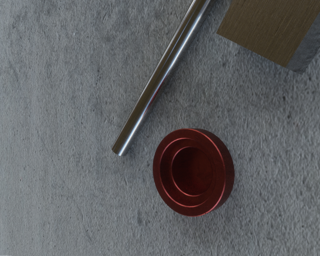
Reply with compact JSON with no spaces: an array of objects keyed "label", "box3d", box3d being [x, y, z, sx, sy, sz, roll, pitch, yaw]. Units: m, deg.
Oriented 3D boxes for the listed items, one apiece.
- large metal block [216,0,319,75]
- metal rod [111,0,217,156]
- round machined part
[{"label":"large metal block","box3d":[0.115,-0.107,0.294,0.080,0.050,0.079,40,114,32]},{"label":"metal rod","box3d":[0.012,-0.083,0.394,0.025,0.025,0.298,46,117,30]},{"label":"round machined part","box3d":[0.042,0.049,0.359,0.098,0.042,0.097,0,90,40]}]
